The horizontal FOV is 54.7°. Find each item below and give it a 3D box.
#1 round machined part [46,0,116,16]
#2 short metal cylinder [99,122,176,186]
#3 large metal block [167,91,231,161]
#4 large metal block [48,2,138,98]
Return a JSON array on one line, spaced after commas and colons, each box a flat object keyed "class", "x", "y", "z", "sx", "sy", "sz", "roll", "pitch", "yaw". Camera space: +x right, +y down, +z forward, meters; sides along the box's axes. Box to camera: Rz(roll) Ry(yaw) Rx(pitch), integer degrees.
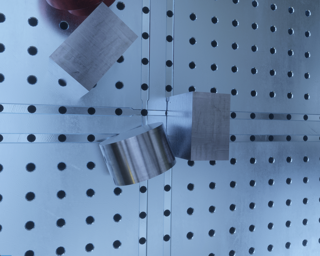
[{"class": "round machined part", "x": -0.085, "y": -0.167, "z": 0.354, "sx": 0.098, "sy": 0.042, "sz": 0.098, "roll": -6, "pitch": 59, "yaw": 10}, {"class": "short metal cylinder", "x": -0.026, "y": 0.030, "z": 0.374, "sx": 0.081, "sy": 0.080, "sz": 0.050, "roll": -21, "pitch": 97, "yaw": -19}, {"class": "large metal block", "x": 0.046, "y": -0.002, "z": 0.400, "sx": 0.050, "sy": 0.080, "sz": 0.080, "roll": 2, "pitch": 90, "yaw": -20}, {"class": "large metal block", "x": -0.079, "y": -0.084, "z": 0.354, "sx": 0.050, "sy": 0.080, "sz": 0.080, "roll": 42, "pitch": 77, "yaw": -16}]
